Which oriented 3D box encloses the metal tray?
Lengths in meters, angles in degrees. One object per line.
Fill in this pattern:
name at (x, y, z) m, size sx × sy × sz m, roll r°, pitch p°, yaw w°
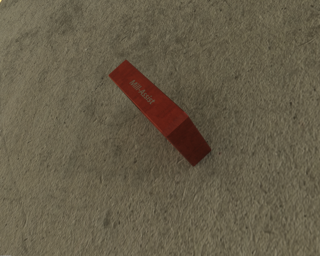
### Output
metal tray at (-0.001, -0.019, 0.375) m, size 0.030 × 0.090 × 0.130 m, roll -43°, pitch 51°, yaw -1°
